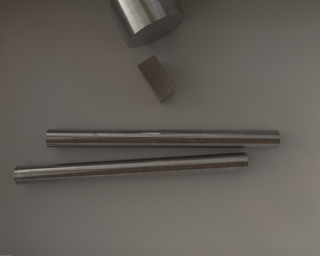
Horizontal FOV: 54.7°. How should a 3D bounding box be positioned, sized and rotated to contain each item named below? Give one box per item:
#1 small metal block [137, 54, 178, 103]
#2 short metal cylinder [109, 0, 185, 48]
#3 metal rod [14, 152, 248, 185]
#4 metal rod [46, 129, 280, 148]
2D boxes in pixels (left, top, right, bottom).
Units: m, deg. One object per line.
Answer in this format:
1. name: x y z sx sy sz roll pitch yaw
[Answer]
1. small metal block: -0.003 -0.062 0.399 0.025 0.050 0.050 -34 90 0
2. short metal cylinder: -0.016 -0.142 0.384 0.080 0.080 0.050 -26 90 0
3. metal rod: -0.037 0.053 0.410 0.302 0.025 0.025 -3 90 -1
4. metal rod: 0.005 0.014 0.411 0.302 0.025 0.025 0 90 -1
